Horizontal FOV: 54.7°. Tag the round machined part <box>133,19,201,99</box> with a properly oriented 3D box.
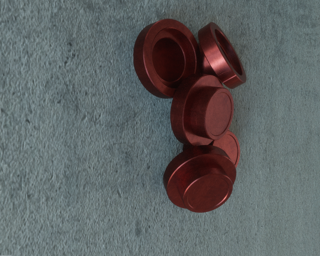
[{"bbox_3d":[0.005,-0.086,0.401,0.099,0.042,0.097,0,90,-40],"label":"round machined part"}]

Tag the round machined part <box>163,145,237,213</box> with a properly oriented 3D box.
[{"bbox_3d":[0.057,0.074,0.412,0.099,0.042,0.097,-8,124,-12],"label":"round machined part"}]

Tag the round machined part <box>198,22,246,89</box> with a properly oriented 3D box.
[{"bbox_3d":[0.082,-0.099,0.448,0.098,0.042,0.098,40,35,-35],"label":"round machined part"}]

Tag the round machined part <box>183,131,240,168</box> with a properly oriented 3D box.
[{"bbox_3d":[0.084,0.037,0.468,0.099,0.042,0.097,0,90,-40],"label":"round machined part"}]

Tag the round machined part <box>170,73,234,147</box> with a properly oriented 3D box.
[{"bbox_3d":[0.061,-0.021,0.406,0.099,0.042,0.097,-17,113,-45],"label":"round machined part"}]
